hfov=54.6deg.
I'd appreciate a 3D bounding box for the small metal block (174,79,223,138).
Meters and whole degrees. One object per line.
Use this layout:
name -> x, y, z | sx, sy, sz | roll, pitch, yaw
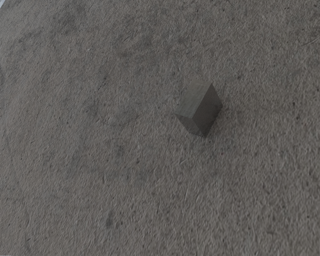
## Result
small metal block -> 0.048, -0.023, 0.377 | 0.025, 0.050, 0.050 | 19, 72, 35
